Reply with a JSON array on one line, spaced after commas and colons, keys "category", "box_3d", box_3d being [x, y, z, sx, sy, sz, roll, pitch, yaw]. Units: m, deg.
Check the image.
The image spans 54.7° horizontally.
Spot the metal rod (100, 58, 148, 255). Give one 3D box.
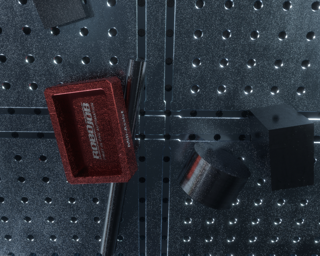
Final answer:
[{"category": "metal rod", "box_3d": [-0.054, 0.053, 0.432, 0.025, 0.025, 0.298, 10, 110, -4]}]

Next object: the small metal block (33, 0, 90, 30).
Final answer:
[{"category": "small metal block", "box_3d": [-0.116, -0.147, 0.358, 0.050, 0.025, 0.050, -16, 110, 5]}]

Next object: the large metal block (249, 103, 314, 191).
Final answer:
[{"category": "large metal block", "box_3d": [0.152, 0.021, 0.394, 0.050, 0.080, 0.079, -9, 110, 3]}]

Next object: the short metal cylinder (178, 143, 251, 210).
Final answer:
[{"category": "short metal cylinder", "box_3d": [0.070, 0.062, 0.408, 0.080, 0.080, 0.050, 22, 109, -9]}]

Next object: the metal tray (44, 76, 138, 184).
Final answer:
[{"category": "metal tray", "box_3d": [-0.086, 0.005, 0.394, 0.090, 0.030, 0.129, -5, 106, 16]}]
